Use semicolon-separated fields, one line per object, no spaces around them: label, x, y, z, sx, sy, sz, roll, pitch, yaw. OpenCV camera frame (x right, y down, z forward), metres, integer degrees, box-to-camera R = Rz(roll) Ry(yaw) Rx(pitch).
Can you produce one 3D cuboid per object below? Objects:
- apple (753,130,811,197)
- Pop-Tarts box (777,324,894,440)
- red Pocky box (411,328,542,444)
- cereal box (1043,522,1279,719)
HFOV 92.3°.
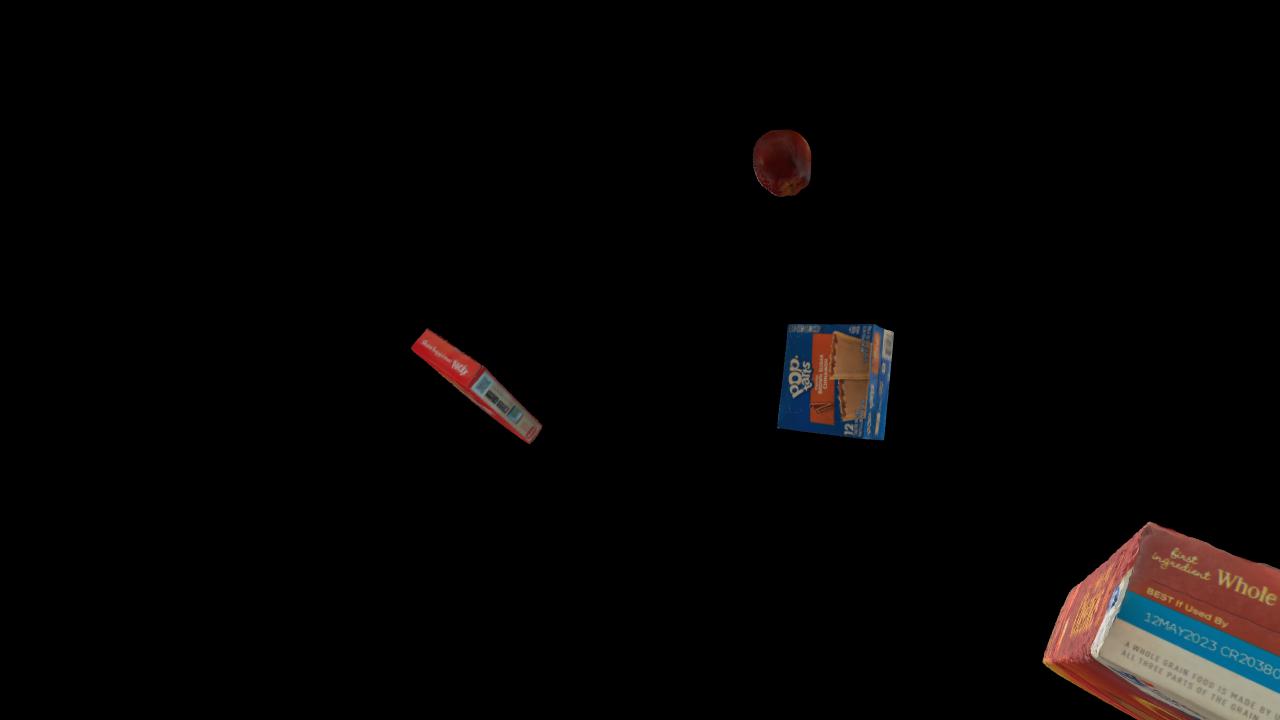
apple;0.190;-0.265;0.824;0.079;0.093;0.079;-7;-25;-3
Pop-Tarts box;0.298;0.032;0.941;0.141;0.167;0.083;3;-6;43
red Pocky box;-0.161;0.031;0.625;0.083;0.028;0.155;31;-16;26
cereal box;0.359;0.195;0.342;0.203;0.081;0.306;23;-11;34
